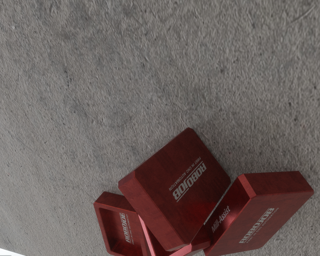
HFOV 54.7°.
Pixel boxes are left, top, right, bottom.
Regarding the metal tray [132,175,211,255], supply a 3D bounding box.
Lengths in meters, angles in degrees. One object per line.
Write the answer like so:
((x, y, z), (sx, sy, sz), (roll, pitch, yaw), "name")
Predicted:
((0.007, 0.111, 0.419), (0.089, 0.030, 0.130), (-50, 52, 41), "metal tray")

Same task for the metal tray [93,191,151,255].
((-0.060, 0.178, 0.545), (0.090, 0.030, 0.129), (7, 122, 24), "metal tray")

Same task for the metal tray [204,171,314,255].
((0.111, 0.107, 0.376), (0.091, 0.030, 0.129), (1, 132, -24), "metal tray")

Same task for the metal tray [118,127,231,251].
((0.024, 0.063, 0.357), (0.030, 0.131, 0.090), (-38, 88, 39), "metal tray")
